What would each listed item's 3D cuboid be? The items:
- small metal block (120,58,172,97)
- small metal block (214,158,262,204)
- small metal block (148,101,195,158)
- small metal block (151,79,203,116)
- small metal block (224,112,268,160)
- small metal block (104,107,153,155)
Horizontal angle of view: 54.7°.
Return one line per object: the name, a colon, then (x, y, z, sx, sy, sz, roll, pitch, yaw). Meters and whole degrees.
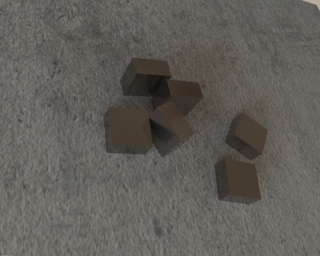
small metal block: (-0.020, -0.067, 0.419, 0.050, 0.050, 0.025, -1, 63, -29)
small metal block: (0.104, 0.073, 0.418, 0.050, 0.025, 0.050, 13, 56, -22)
small metal block: (0.009, 0.002, 0.393, 0.025, 0.050, 0.050, -27, 77, -38)
small metal block: (0.023, -0.040, 0.426, 0.050, 0.050, 0.025, 1, 62, -28)
small metal block: (0.131, 0.012, 0.470, 0.050, 0.025, 0.050, 34, 51, -6)
small metal block: (-0.040, 0.004, 0.381, 0.050, 0.025, 0.050, 5, 59, -26)
